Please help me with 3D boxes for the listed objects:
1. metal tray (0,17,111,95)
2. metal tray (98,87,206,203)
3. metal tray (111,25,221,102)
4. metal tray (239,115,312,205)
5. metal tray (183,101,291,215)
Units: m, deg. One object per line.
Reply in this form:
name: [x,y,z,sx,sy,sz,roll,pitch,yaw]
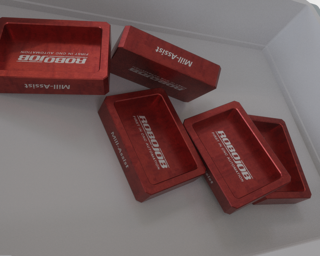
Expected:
metal tray: [-0.124,-0.084,0.360,0.131,0.030,0.090,0,60,-7]
metal tray: [-0.011,0.016,0.386,0.091,0.030,0.130,-14,69,-34]
metal tray: [0.002,-0.078,0.409,0.131,0.090,0.030,20,76,-17]
metal tray: [0.162,0.045,0.461,0.091,0.030,0.130,6,59,-25]
metal tray: [0.095,0.034,0.407,0.091,0.030,0.130,-21,66,-18]
